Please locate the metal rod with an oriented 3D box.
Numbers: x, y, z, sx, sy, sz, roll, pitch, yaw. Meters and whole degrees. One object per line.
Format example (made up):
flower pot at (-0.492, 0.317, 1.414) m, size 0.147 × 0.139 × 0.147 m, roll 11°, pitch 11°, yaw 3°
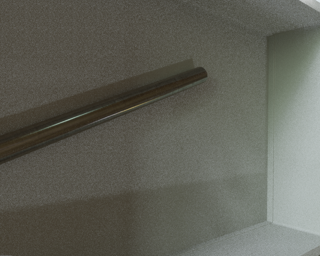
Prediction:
metal rod at (-0.048, -0.027, 0.367) m, size 0.302 × 0.025 × 0.025 m, roll -26°, pitch 106°, yaw -37°
